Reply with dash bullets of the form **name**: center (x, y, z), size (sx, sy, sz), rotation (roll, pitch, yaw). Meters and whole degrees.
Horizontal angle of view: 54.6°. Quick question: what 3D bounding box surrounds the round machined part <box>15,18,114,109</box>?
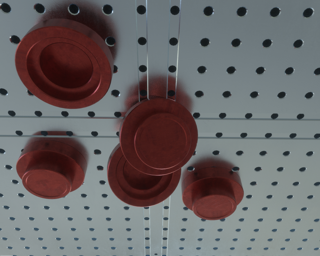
- **round machined part**: center (-0.100, -0.072, 0.338), size (0.099, 0.042, 0.097), rotation (0, 130, 0)

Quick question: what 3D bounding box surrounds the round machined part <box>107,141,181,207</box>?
- **round machined part**: center (-0.023, 0.055, 0.428), size (0.099, 0.042, 0.097), rotation (-2, 101, -11)

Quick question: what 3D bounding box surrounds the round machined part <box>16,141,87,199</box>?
- **round machined part**: center (-0.161, 0.068, 0.457), size (0.099, 0.042, 0.097), rotation (0, 130, 0)

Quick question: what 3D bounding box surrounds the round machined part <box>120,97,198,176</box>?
- **round machined part**: center (0.000, 0.012, 0.382), size (0.099, 0.042, 0.097), rotation (-2, 101, -11)

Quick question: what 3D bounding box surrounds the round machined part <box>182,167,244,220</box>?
- **round machined part**: center (0.085, 0.111, 0.495), size (0.099, 0.042, 0.097), rotation (0, 130, 0)
